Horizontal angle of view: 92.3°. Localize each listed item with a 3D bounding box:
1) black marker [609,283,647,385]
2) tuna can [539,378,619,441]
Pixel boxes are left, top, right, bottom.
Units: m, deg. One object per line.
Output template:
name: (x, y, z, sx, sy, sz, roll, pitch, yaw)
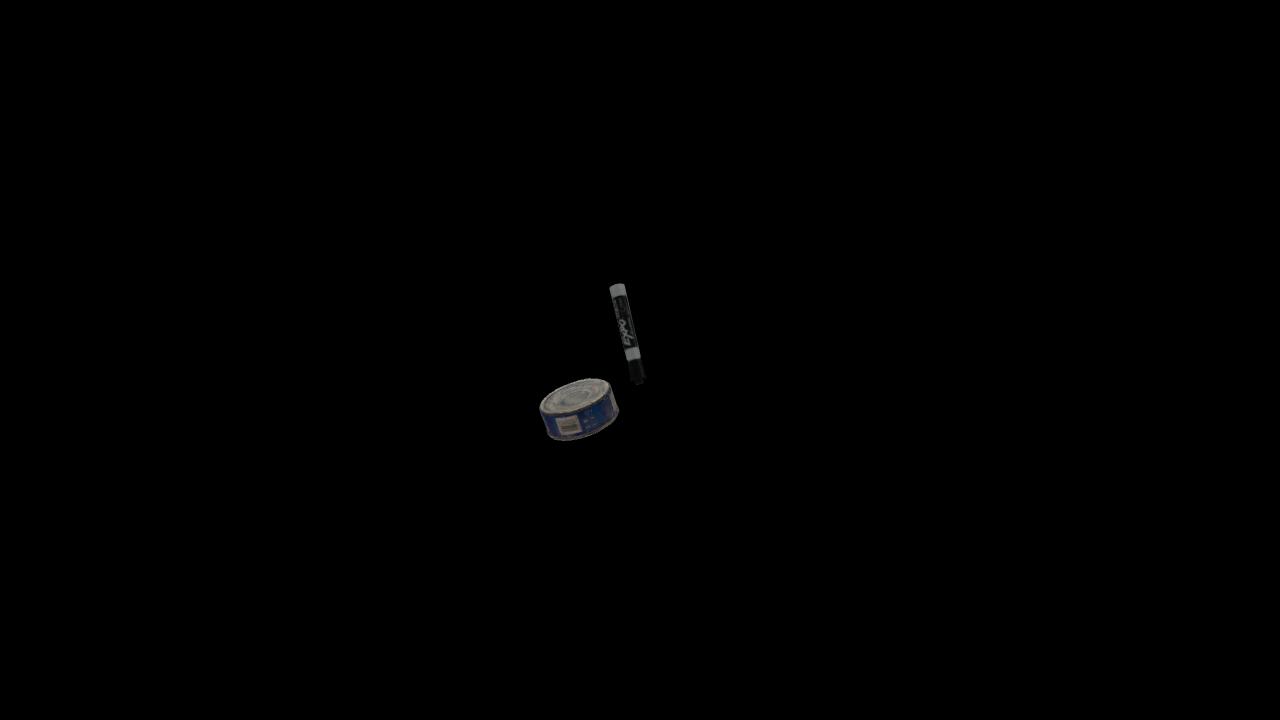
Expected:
black marker: (-0.014, -0.030, 0.715, 0.020, 0.121, 0.020, -13, -12, -3)
tuna can: (-0.068, 0.053, 0.679, 0.084, 0.034, 0.084, -15, 21, 6)
